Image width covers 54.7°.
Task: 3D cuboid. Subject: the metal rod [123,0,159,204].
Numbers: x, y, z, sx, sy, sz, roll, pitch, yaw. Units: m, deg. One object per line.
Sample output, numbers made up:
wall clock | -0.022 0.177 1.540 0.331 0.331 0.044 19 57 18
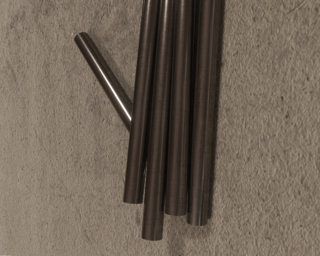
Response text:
metal rod | -0.020 -0.056 0.398 0.025 0.025 0.298 2 85 39

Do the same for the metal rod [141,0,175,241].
metal rod | 0.002 -0.018 0.380 0.025 0.025 0.298 0 84 39

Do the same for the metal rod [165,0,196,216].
metal rod | 0.026 -0.049 0.368 0.025 0.025 0.298 1 86 39

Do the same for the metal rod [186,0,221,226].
metal rod | 0.052 -0.037 0.360 0.025 0.025 0.298 5 93 39

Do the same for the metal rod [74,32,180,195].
metal rod | -0.054 -0.033 0.446 0.025 0.025 0.299 -48 62 29
